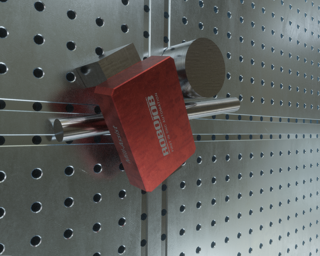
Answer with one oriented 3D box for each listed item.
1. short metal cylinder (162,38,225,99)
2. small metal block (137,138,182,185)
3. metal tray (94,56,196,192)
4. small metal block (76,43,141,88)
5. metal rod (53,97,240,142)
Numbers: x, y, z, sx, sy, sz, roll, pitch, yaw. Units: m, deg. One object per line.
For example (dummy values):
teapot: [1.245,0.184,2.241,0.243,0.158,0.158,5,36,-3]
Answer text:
short metal cylinder: [0.046,-0.081,0.433,0.081,0.050,0.079,0,90,-40]
small metal block: [-0.003,0.040,0.407,0.050,0.025,0.050,-30,109,-36]
metal tray: [-0.010,-0.005,0.349,0.091,0.030,0.129,-37,124,-33]
small metal block: [-0.057,-0.069,0.346,0.050,0.050,0.025,-39,114,-33]
metal rod: [0.009,-0.018,0.419,0.302,0.025,0.025,-10,97,-40]
